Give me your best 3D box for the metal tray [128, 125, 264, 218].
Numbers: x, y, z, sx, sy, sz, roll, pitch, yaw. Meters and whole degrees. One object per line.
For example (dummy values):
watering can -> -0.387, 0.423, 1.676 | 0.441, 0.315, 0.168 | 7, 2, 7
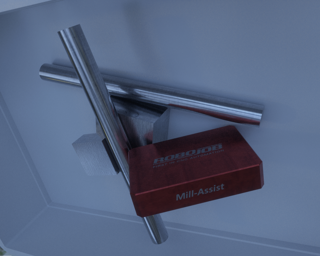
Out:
metal tray -> 0.033, 0.042, 0.338 | 0.131, 0.090, 0.030 | -13, 116, -1

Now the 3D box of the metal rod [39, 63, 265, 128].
metal rod -> -0.025, -0.046, 0.391 | 0.301, 0.025, 0.025 | 14, 124, 20

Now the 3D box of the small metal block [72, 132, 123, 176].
small metal block -> -0.078, 0.034, 0.403 | 0.050, 0.025, 0.050 | -7, 115, 30

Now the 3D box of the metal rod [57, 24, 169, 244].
metal rod -> -0.048, 0.024, 0.381 | 0.025, 0.025, 0.298 | -7, 115, 31

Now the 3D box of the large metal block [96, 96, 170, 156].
large metal block -> -0.036, 0.005, 0.412 | 0.080, 0.050, 0.079 | 17, 125, 18
